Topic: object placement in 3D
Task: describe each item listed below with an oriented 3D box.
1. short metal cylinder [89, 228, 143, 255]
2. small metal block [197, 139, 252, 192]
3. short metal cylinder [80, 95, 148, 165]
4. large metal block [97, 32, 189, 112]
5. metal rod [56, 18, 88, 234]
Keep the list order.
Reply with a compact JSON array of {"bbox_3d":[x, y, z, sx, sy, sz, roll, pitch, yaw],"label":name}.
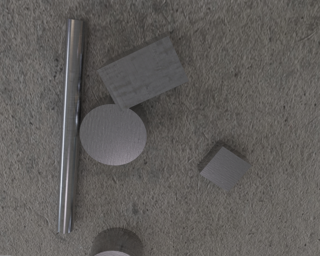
[{"bbox_3d":[-0.067,0.200,0.470,0.081,0.050,0.079,0,110,0],"label":"short metal cylinder"},{"bbox_3d":[0.089,0.052,0.430,0.050,0.025,0.050,33,107,-12],"label":"small metal block"},{"bbox_3d":[-0.056,0.001,0.396,0.081,0.050,0.079,0,110,0],"label":"short metal cylinder"},{"bbox_3d":[-0.017,-0.068,0.355,0.080,0.080,0.050,-24,109,8],"label":"large metal block"},{"bbox_3d":[-0.119,0.012,0.412,0.025,0.025,0.298,8,110,-3],"label":"metal rod"}]
